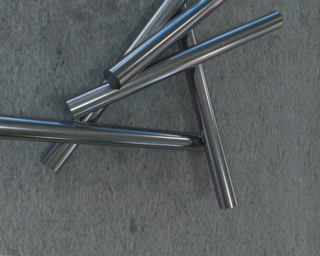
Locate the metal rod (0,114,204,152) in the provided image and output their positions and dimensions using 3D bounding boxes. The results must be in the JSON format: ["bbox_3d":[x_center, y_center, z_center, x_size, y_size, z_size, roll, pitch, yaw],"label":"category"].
[{"bbox_3d":[-0.056,0.009,0.362,0.302,0.025,0.025,6,88,-30],"label":"metal rod"}]

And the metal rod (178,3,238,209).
[{"bbox_3d":[0.054,-0.044,0.409,0.025,0.025,0.298,-13,87,-20],"label":"metal rod"}]

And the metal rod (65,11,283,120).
[{"bbox_3d":[0.031,-0.084,0.380,0.302,0.025,0.025,-27,99,-18],"label":"metal rod"}]

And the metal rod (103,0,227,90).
[{"bbox_3d":[0.045,-0.145,0.393,0.301,0.025,0.025,-45,105,-27],"label":"metal rod"}]

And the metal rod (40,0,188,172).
[{"bbox_3d":[-0.042,-0.076,0.378,0.025,0.025,0.300,38,84,-17],"label":"metal rod"}]
